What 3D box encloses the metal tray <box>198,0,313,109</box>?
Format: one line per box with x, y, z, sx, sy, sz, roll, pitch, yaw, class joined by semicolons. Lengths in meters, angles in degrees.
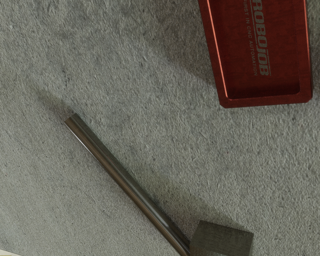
0.094;-0.086;0.300;0.090;0.030;0.129;-3;117;29;metal tray

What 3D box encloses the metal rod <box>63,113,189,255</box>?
-0.042;0.099;0.488;0.025;0.025;0.300;-33;100;38;metal rod

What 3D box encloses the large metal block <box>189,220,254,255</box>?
0.092;0.193;0.461;0.080;0.050;0.079;8;122;23;large metal block
